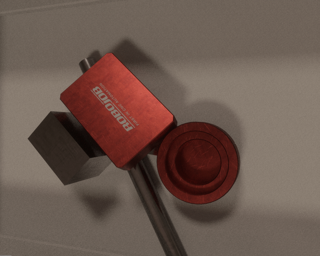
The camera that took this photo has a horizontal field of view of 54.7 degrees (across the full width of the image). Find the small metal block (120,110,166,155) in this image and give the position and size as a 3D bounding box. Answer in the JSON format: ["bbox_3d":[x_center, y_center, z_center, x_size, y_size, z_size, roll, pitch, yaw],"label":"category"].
[{"bbox_3d":[-0.023,0.007,0.403,0.050,0.025,0.050,11,87,-12],"label":"small metal block"}]

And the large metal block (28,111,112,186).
[{"bbox_3d":[-0.113,0.025,0.420,0.050,0.080,0.080,-46,76,14],"label":"large metal block"}]

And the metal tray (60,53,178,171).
[{"bbox_3d":[-0.053,-0.022,0.393,0.090,0.030,0.130,-42,72,-2],"label":"metal tray"}]

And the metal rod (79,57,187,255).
[{"bbox_3d":[-0.040,0.038,0.423,0.025,0.025,0.299,-29,81,17],"label":"metal rod"}]

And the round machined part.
[{"bbox_3d":[0.049,0.041,0.384,0.098,0.042,0.097,0,90,19],"label":"round machined part"}]
